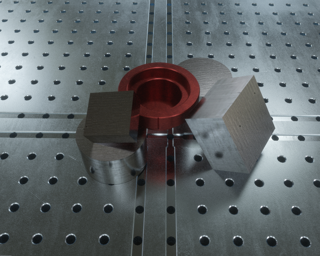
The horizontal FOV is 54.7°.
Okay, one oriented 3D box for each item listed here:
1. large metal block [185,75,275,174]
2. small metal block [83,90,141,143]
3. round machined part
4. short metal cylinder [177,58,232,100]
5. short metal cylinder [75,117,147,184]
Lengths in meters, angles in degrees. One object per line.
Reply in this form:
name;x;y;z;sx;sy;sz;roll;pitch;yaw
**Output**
large metal block;0.086;-0.005;0.368;0.050;0.080;0.080;0;39;47
small metal block;-0.051;-0.011;0.335;0.050;0.025;0.050;-2;68;14
round machined part;-0.001;-0.035;0.388;0.099;0.042;0.098;0;50;0
short metal cylinder;0.057;-0.054;0.437;0.081;0.050;0.080;0;50;0
short metal cylinder;-0.056;0.020;0.373;0.081;0.050;0.080;0;50;0
